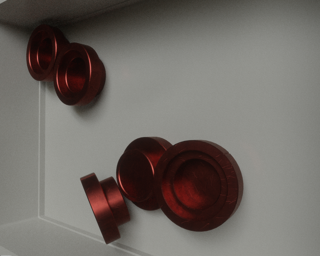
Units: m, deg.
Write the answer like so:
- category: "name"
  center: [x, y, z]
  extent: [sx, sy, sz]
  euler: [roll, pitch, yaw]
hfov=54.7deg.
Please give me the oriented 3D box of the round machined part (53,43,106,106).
- category: "round machined part"
  center: [-0.125, -0.084, 0.496]
  extent: [0.098, 0.042, 0.097]
  euler: [0, 90, 39]

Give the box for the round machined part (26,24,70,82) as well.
- category: "round machined part"
  center: [-0.194, -0.131, 0.552]
  extent: [0.098, 0.042, 0.097]
  euler: [0, 90, 39]

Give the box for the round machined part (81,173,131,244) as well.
- category: "round machined part"
  center: [-0.074, 0.107, 0.434]
  extent: [0.098, 0.042, 0.097]
  euler: [57, 160, 34]

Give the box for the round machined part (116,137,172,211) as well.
- category: "round machined part"
  center: [-0.020, 0.061, 0.410]
  extent: [0.098, 0.042, 0.097]
  euler: [0, 90, 39]

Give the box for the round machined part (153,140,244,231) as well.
- category: "round machined part"
  center: [0.045, 0.062, 0.349]
  extent: [0.098, 0.042, 0.097]
  euler: [-1, 88, 29]
